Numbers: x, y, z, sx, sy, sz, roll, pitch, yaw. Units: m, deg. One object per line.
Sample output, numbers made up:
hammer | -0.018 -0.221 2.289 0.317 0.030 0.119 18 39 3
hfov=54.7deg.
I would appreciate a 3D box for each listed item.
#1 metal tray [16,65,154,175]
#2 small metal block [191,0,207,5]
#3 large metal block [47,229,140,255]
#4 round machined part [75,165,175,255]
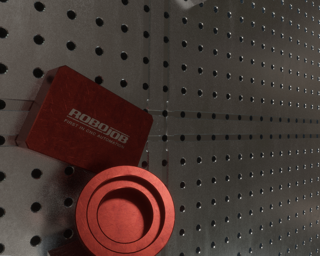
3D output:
metal tray | -0.075 0.002 0.344 0.131 0.030 0.090 30 72 -36
small metal block | 0.054 -0.221 0.456 0.050 0.025 0.050 38 67 -34
large metal block | -0.061 0.157 0.316 0.081 0.080 0.050 -8 120 -40
round machined part | -0.037 0.092 0.321 0.099 0.042 0.098 6 61 -12
